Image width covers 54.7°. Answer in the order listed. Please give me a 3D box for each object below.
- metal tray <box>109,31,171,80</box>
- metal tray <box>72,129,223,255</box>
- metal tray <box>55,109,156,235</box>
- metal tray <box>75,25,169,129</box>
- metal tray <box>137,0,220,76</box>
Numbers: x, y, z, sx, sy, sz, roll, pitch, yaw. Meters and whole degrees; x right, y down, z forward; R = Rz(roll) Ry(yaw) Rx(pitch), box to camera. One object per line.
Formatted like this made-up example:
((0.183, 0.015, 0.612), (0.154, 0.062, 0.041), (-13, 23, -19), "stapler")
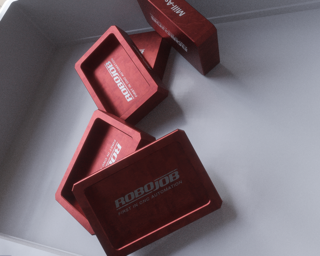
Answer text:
((-0.053, -0.106, 0.496), (0.130, 0.030, 0.090), (0, 62, 28), "metal tray")
((-0.013, 0.069, 0.327), (0.130, 0.030, 0.090), (-28, 90, 3), "metal tray")
((-0.070, 0.052, 0.383), (0.090, 0.030, 0.129), (27, 93, 36), "metal tray")
((-0.058, -0.070, 0.440), (0.090, 0.030, 0.130), (-41, 66, 17), "metal tray")
((0.023, -0.137, 0.412), (0.030, 0.090, 0.130), (-42, 70, 0), "metal tray")
